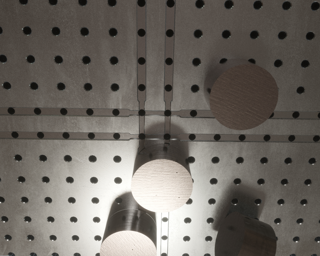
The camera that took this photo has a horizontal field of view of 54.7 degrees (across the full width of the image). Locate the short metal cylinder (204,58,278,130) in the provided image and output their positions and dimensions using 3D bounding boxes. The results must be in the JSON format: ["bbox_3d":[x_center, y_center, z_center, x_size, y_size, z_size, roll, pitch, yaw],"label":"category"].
[{"bbox_3d":[0.098,-0.043,0.386,0.081,0.050,0.079,0,110,-1],"label":"short metal cylinder"}]

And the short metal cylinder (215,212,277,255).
[{"bbox_3d":[0.122,0.169,0.448,0.050,0.080,0.080,24,108,-9],"label":"short metal cylinder"}]

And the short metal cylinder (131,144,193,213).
[{"bbox_3d":[0.002,0.068,0.425,0.081,0.050,0.079,0,110,-1],"label":"short metal cylinder"}]

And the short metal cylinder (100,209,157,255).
[{"bbox_3d":[-0.045,0.169,0.462,0.081,0.050,0.079,0,110,-1],"label":"short metal cylinder"}]
